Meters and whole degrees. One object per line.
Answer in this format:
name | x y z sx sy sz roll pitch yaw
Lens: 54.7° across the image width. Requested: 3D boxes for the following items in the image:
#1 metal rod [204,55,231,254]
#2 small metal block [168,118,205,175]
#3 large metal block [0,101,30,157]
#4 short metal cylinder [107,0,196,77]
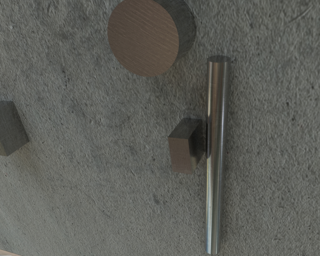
metal rod | 0.072 0.056 0.402 0.025 0.025 0.298 10 123 22
small metal block | 0.034 0.021 0.385 0.025 0.050 0.050 6 121 25
large metal block | -0.288 -0.002 0.538 0.080 0.050 0.079 4 121 25
short metal cylinder | -0.008 -0.101 0.331 0.080 0.050 0.079 13 124 20
